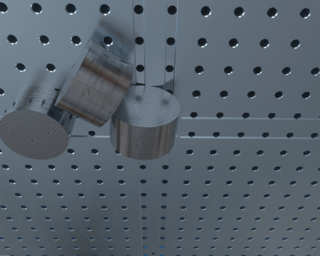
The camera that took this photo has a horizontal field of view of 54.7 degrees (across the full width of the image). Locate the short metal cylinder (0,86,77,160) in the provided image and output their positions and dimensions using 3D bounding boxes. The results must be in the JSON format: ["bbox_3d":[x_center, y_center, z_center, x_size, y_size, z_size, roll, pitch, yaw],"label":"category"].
[{"bbox_3d":[-0.150,-0.006,0.388,0.081,0.050,0.079,0,130,0],"label":"short metal cylinder"}]

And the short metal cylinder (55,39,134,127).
[{"bbox_3d":[-0.071,-0.047,0.334,0.050,0.080,0.080,29,124,-22],"label":"short metal cylinder"}]

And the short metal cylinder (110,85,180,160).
[{"bbox_3d":[-0.019,-0.008,0.369,0.081,0.080,0.050,4,130,-4],"label":"short metal cylinder"}]
